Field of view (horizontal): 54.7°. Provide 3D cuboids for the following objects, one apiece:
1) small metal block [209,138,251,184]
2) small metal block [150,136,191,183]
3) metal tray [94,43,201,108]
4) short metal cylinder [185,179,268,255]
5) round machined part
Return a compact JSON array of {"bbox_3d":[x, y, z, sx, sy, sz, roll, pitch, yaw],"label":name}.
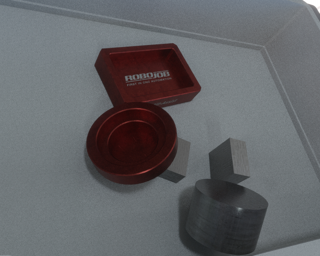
[{"bbox_3d":[0.091,0.048,0.411,0.025,0.050,0.050,14,56,-21],"label":"small metal block"},{"bbox_3d":[0.008,0.035,0.390,0.050,0.025,0.050,23,53,-15],"label":"small metal block"},{"bbox_3d":[-0.015,-0.073,0.440,0.131,0.030,0.090,-15,70,-34],"label":"metal tray"},{"bbox_3d":[0.073,0.095,0.345,0.081,0.080,0.050,8,100,-24],"label":"short metal cylinder"},{"bbox_3d":[-0.029,0.020,0.350,0.099,0.042,0.098,-4,53,5],"label":"round machined part"}]
